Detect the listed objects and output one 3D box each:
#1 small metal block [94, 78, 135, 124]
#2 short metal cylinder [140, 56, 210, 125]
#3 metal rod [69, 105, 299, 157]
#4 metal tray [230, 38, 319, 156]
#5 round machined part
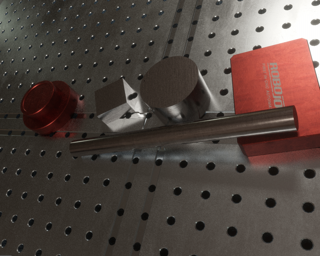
[{"bbox_3d":[-0.069,-0.041,0.468,0.050,0.025,0.050,-23,53,13],"label":"small metal block"},{"bbox_3d":[0.021,-0.048,0.409,0.080,0.050,0.080,-13,56,20],"label":"short metal cylinder"},{"bbox_3d":[0.003,0.010,0.374,0.300,0.025,0.025,-9,58,32],"label":"metal rod"},{"bbox_3d":[0.133,-0.037,0.358,0.090,0.030,0.130,-10,57,22],"label":"metal tray"},{"bbox_3d":[-0.193,-0.041,0.521,0.098,0.042,0.098,-13,56,20],"label":"round machined part"}]
